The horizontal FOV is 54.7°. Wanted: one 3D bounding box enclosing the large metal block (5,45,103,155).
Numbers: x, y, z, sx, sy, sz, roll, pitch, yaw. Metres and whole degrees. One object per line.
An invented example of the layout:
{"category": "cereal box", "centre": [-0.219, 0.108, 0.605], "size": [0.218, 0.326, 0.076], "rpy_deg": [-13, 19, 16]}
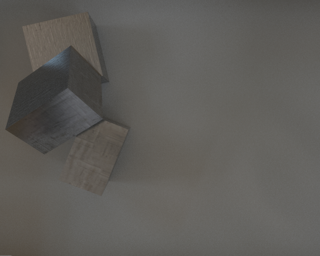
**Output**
{"category": "large metal block", "centre": [-0.111, -0.031, 0.337], "size": [0.080, 0.080, 0.050], "rpy_deg": [-30, 132, 15]}

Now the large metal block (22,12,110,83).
{"category": "large metal block", "centre": [-0.117, -0.093, 0.397], "size": [0.080, 0.050, 0.080], "rpy_deg": [-13, 90, -1]}

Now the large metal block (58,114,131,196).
{"category": "large metal block", "centre": [-0.076, 0.028, 0.382], "size": [0.050, 0.080, 0.080], "rpy_deg": [22, 90, -4]}
